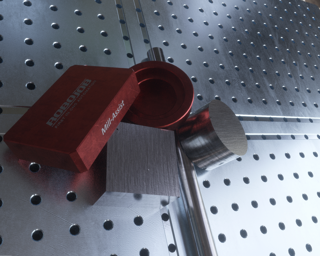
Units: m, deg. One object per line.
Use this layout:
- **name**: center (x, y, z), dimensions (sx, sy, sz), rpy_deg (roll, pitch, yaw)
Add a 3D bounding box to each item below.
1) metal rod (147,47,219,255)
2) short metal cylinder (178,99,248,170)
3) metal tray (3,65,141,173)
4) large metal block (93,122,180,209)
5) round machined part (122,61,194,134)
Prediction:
- **metal rod**: center (0.023, 0.016, 0.411), dimensions (0.025, 0.025, 0.299), rpy_deg (1, 61, -28)
- **short metal cylinder**: center (0.070, 0.009, 0.407), dimensions (0.080, 0.050, 0.080), rpy_deg (31, 43, -33)
- **metal tray**: center (-0.089, -0.018, 0.336), dimensions (0.090, 0.030, 0.130), rpy_deg (8, 48, 23)
- **large metal block**: center (-0.028, 0.044, 0.350), dimensions (0.081, 0.050, 0.080), rpy_deg (10, 58, -23)
- **round machined part**: center (-0.007, -0.035, 0.398), dimensions (0.099, 0.042, 0.098), rpy_deg (0, 64, 0)
